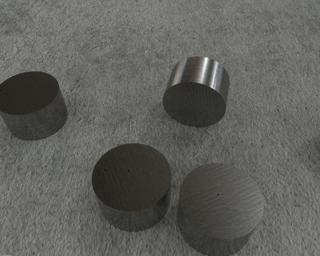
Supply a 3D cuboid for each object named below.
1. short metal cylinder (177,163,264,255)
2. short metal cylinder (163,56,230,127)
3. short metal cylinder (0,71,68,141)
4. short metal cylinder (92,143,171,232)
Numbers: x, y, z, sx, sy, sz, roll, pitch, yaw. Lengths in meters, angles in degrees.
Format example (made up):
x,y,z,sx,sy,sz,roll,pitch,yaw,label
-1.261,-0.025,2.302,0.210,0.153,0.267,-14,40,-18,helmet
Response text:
x,y,z,sx,sy,sz,roll,pitch,yaw,label
0.059,0.083,0.317,0.080,0.050,0.080,0,50,0,short metal cylinder
0.048,-0.046,0.406,0.080,0.080,0.050,10,51,8,short metal cylinder
-0.169,-0.030,0.411,0.080,0.050,0.080,0,50,0,short metal cylinder
-0.029,0.063,0.333,0.080,0.050,0.080,0,50,0,short metal cylinder
